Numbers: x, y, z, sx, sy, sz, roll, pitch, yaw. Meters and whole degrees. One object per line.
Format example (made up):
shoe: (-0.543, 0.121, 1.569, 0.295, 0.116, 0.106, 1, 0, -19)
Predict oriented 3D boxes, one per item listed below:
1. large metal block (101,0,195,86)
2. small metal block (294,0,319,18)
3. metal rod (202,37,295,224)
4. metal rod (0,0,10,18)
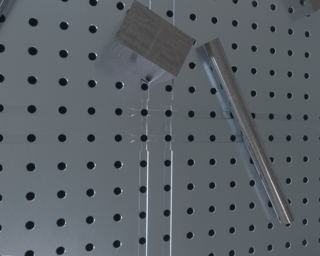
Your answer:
large metal block: (-0.018, -0.098, 0.377, 0.080, 0.080, 0.050, 29, 81, -18)
small metal block: (0.247, -0.217, 0.503, 0.050, 0.025, 0.050, -36, 102, -16)
metal rod: (0.135, 0.010, 0.462, 0.025, 0.025, 0.299, -29, 100, -18)
metal rod: (-0.167, -0.181, 0.350, 0.025, 0.025, 0.299, 27, 81, -18)
